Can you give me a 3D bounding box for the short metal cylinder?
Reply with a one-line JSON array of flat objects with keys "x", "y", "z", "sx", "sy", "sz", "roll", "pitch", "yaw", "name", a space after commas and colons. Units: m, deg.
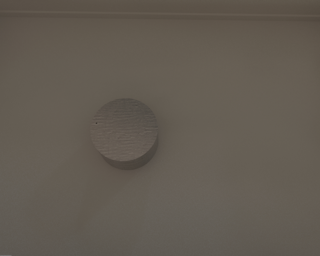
[{"x": -0.043, "y": 0.009, "z": 0.393, "sx": 0.080, "sy": 0.050, "sz": 0.080, "roll": 0, "pitch": 70, "yaw": 0, "name": "short metal cylinder"}]
